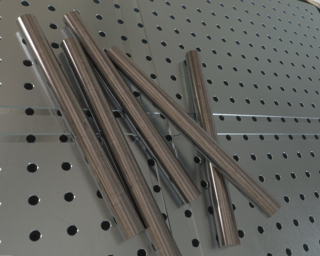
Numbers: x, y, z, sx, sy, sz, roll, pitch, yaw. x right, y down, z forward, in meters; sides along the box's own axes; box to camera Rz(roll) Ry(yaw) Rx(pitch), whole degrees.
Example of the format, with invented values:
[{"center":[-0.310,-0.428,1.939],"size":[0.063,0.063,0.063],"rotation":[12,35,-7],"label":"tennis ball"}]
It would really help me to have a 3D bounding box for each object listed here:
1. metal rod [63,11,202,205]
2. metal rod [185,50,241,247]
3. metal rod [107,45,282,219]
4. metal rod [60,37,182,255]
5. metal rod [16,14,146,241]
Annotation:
[{"center":[-0.042,-0.034,0.407],"size":[0.025,0.025,0.299],"rotation":[-26,76,-37],"label":"metal rod"},{"center":[0.069,0.010,0.440],"size":[0.025,0.025,0.299],"rotation":[8,58,-25],"label":"metal rod"},{"center":[0.035,-0.003,0.407],"size":[0.300,0.025,0.025],"rotation":[45,50,12],"label":"metal rod"},{"center":[-0.054,0.015,0.370],"size":[0.025,0.025,0.299],"rotation":[-16,70,-35],"label":"metal rod"},{"center":[-0.099,-0.013,0.362],"size":[0.025,0.025,0.299],"rotation":[-20,72,-36],"label":"metal rod"}]
